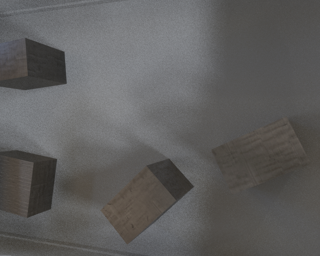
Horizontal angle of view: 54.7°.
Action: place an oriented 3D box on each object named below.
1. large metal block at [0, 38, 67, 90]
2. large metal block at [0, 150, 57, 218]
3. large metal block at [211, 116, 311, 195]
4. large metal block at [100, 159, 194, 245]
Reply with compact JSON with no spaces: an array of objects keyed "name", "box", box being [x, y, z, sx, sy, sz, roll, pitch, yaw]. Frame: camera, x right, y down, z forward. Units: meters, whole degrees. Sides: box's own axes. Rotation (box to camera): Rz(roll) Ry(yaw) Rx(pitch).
[{"name":"large metal block","box":[-0.196,-0.089,0.451,0.080,0.080,0.050,-5,89,20]},{"name":"large metal block","box":[-0.211,0.082,0.472,0.080,0.050,0.079,9,93,19]},{"name":"large metal block","box":[0.111,0.028,0.342,0.080,0.080,0.050,-27,81,18]},{"name":"large metal block","box":[-0.012,0.087,0.386,0.080,0.080,0.050,-45,76,14]}]
